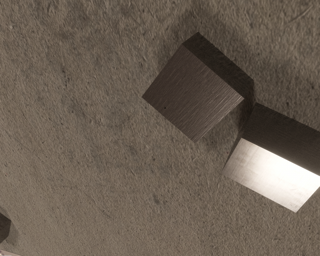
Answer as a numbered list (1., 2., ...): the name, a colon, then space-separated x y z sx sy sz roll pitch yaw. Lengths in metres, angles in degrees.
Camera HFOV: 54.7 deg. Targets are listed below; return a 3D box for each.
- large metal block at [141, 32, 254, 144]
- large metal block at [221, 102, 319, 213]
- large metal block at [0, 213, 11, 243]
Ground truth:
1. large metal block: 0.041 -0.043 0.342 0.080 0.050 0.080 41 129 -1
2. large metal block: 0.120 0.027 0.324 0.080 0.080 0.050 27 128 10
3. large metal block: -0.417 0.240 0.755 0.080 0.050 0.079 34 129 5
